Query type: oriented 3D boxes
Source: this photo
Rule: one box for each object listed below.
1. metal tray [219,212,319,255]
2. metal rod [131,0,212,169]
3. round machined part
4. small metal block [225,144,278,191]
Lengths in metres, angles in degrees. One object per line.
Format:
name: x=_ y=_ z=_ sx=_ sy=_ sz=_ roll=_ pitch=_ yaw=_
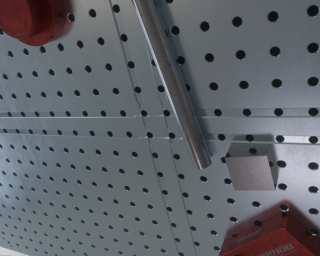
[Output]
metal tray: x=0.158 y=0.182 z=0.436 sx=0.090 sy=0.030 sz=0.129 roll=42 pitch=129 yaw=-1
metal rod: x=0.005 y=-0.082 z=0.357 sx=0.025 sy=0.025 sz=0.299 roll=-8 pitch=115 yaw=32
round machined part: x=-0.176 y=-0.153 z=0.399 sx=0.098 sy=0.042 sz=0.097 roll=13 pitch=124 yaw=21
small metal block: x=0.113 y=0.050 z=0.382 sx=0.050 sy=0.025 sz=0.050 roll=-7 pitch=115 yaw=31
